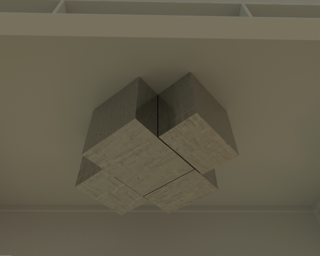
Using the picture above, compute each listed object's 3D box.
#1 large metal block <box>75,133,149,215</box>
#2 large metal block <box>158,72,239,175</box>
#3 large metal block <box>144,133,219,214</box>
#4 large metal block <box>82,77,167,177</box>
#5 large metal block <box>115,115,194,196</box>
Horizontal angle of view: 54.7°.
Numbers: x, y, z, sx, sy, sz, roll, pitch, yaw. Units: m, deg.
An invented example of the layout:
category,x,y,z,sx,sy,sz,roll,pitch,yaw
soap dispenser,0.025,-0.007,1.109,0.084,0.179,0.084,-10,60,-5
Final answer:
category,x,y,z,sx,sy,sz,roll,pitch,yaw
large metal block,-0.060,0.057,0.420,0.050,0.080,0.080,-33,123,25
large metal block,0.043,-0.006,0.368,0.050,0.080,0.080,-33,123,25
large metal block,0.026,0.056,0.421,0.080,0.080,0.050,-32,123,24
large metal block,-0.040,-0.001,0.369,0.080,0.080,0.050,-32,123,24
large metal block,-0.007,0.027,0.395,0.080,0.080,0.050,-32,123,24
